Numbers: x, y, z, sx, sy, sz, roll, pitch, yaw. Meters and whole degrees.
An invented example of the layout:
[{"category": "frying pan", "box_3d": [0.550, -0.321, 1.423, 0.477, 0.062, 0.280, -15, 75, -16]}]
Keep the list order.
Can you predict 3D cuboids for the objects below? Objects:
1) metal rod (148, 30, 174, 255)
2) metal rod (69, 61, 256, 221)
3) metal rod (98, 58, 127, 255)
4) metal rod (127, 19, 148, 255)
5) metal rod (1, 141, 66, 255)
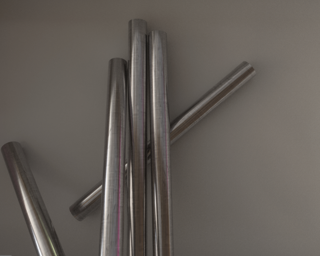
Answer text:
[{"category": "metal rod", "box_3d": [0.001, 0.024, 0.384, 0.025, 0.025, 0.298, -1, 81, -1]}, {"category": "metal rod", "box_3d": [0.004, 0.017, 0.411, 0.300, 0.025, 0.025, -40, 91, -1]}, {"category": "metal rod", "box_3d": [-0.052, 0.050, 0.350, 0.025, 0.025, 0.299, -1, 65, 0]}, {"category": "metal rod", "box_3d": [-0.028, 0.008, 0.389, 0.025, 0.025, 0.298, 0, 82, -1]}, {"category": "metal rod", "box_3d": [-0.120, 0.126, 0.331, 0.025, 0.025, 0.300, -38, 57, 0]}]
